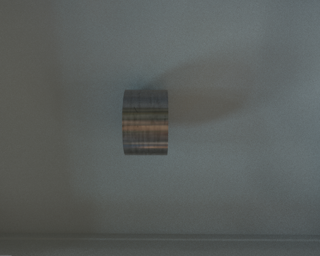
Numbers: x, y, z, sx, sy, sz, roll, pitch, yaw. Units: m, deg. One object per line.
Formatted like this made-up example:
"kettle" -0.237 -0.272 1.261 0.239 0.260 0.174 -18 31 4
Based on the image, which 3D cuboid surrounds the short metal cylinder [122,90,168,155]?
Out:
"short metal cylinder" -0.016 -0.007 0.377 0.050 0.080 0.079 0 110 -1
